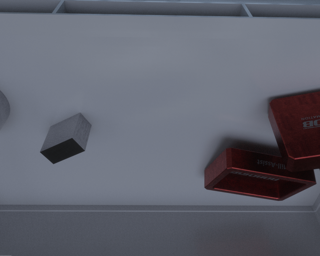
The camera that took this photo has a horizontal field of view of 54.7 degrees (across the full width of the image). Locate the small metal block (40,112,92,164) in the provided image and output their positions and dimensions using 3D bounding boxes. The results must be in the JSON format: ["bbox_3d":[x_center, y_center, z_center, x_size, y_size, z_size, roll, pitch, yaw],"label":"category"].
[{"bbox_3d":[-0.121,0.013,0.402,0.050,0.050,0.025,-22,127,17],"label":"small metal block"}]

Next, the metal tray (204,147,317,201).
[{"bbox_3d":[0.141,0.070,0.449,0.131,0.030,0.090,11,149,-10],"label":"metal tray"}]

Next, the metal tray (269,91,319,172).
[{"bbox_3d":[0.205,-0.002,0.363,0.131,0.090,0.030,-9,140,8],"label":"metal tray"}]

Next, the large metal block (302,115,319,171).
[{"bbox_3d":[0.225,0.031,0.403,0.050,0.080,0.080,-27,125,21],"label":"large metal block"}]

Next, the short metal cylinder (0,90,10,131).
[{"bbox_3d":[-0.233,-0.016,0.375,0.081,0.050,0.079,0,130,0],"label":"short metal cylinder"}]
